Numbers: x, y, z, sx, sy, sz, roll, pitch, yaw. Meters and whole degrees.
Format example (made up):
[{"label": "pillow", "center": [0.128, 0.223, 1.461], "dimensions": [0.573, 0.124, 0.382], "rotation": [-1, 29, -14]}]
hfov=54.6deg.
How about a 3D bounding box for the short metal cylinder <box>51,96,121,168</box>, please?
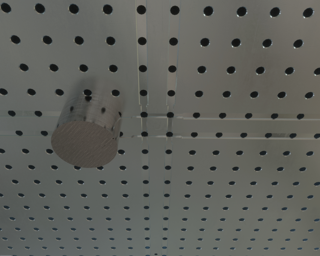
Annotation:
[{"label": "short metal cylinder", "center": [-0.092, 0.006, 0.399], "dimensions": [0.080, 0.050, 0.080], "rotation": [0, 130, 0]}]
